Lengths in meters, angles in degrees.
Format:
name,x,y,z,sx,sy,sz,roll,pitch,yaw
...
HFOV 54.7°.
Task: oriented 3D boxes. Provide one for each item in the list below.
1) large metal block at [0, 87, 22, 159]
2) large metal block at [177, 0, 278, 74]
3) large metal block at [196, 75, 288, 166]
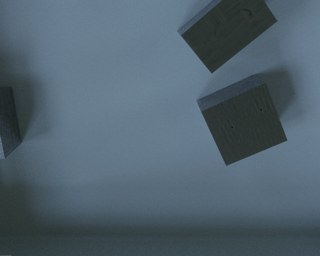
name,x,y,z,sx,sy,sz,roll,pitch,yaw
large metal block,-0.233,-0.008,0.393,0.081,0.050,0.079,0,110,0
large metal block,0.068,-0.112,0.341,0.080,0.080,0.050,-38,106,13
large metal block,0.102,-0.011,0.395,0.080,0.050,0.080,-24,109,8
